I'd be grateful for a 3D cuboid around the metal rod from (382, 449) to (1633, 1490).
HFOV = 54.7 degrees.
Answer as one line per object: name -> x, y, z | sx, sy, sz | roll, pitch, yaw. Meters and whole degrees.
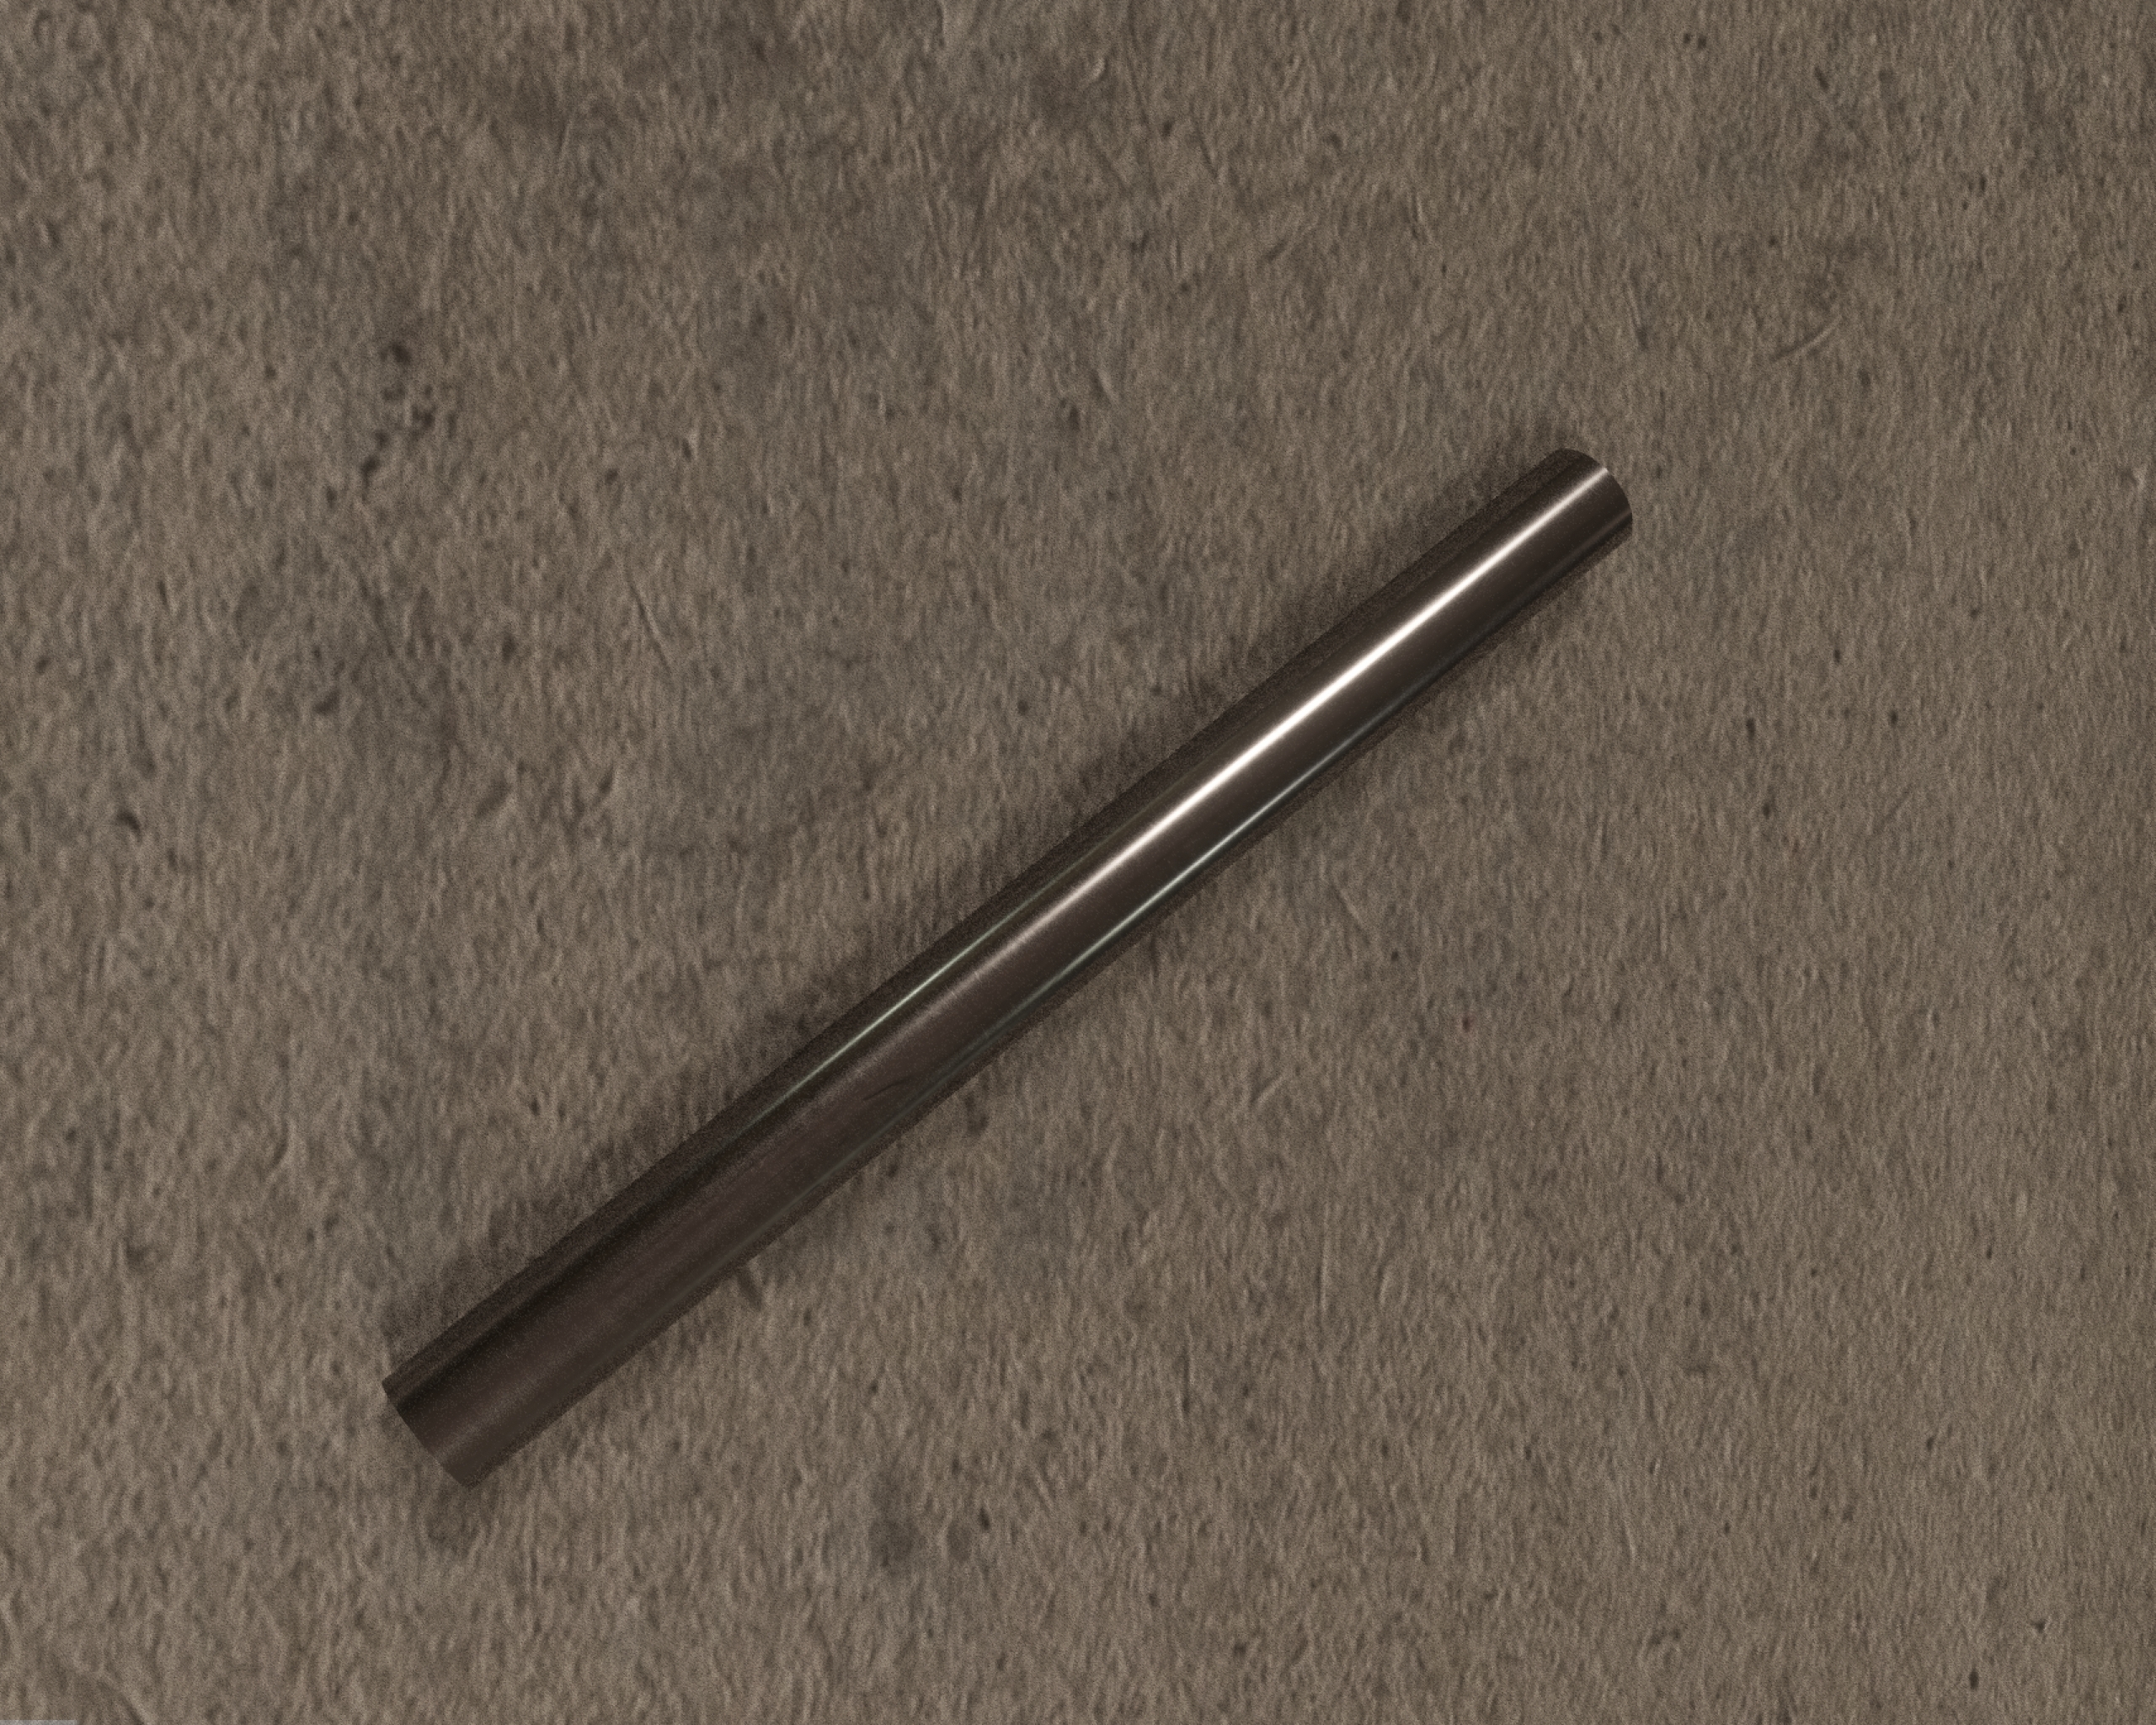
metal rod -> -0.002, 0.011, 0.411 | 0.301, 0.025, 0.025 | -39, 103, -16
